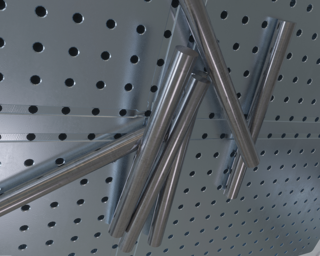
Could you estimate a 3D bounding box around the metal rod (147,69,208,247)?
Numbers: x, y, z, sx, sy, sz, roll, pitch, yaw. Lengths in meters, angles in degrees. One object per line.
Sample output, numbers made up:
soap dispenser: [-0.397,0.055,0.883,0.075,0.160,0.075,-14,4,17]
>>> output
metal rod: [0.020,0.060,0.458,0.025,0.025,0.298,-2,119,-28]

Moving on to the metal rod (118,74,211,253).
metal rod: [-0.003,0.066,0.433,0.025,0.025,0.298,6,120,-31]

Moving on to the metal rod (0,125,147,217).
metal rod: [-0.133,0.065,0.377,0.302,0.025,0.025,-26,128,-13]

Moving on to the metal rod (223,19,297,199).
metal rod: [0.148,-0.012,0.483,0.025,0.025,0.298,-5,121,-26]

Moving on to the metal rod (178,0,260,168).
metal rod: [0.083,-0.054,0.405,0.025,0.025,0.299,-34,124,-6]

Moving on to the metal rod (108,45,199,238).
metal rod: [-0.019,0.039,0.393,0.025,0.025,0.298,1,127,-29]
